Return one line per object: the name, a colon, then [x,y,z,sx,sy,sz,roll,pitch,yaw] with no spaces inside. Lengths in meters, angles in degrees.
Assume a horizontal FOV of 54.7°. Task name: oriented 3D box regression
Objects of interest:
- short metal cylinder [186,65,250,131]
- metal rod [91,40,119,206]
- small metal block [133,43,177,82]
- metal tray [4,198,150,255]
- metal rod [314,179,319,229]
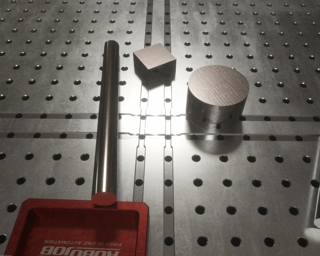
short metal cylinder: [0.077,-0.042,0.428,0.081,0.050,0.080,0,50,0]
metal rod: [-0.068,-0.033,0.414,0.025,0.025,0.300,-4,44,-3]
small metal block: [-0.009,-0.106,0.497,0.050,0.025,0.050,-24,54,-20]
metal tray: [-0.078,0.118,0.303,0.131,0.030,0.090,2,50,1]
metal rod: [0.238,-0.003,0.412,0.025,0.025,0.301,20,52,15]
